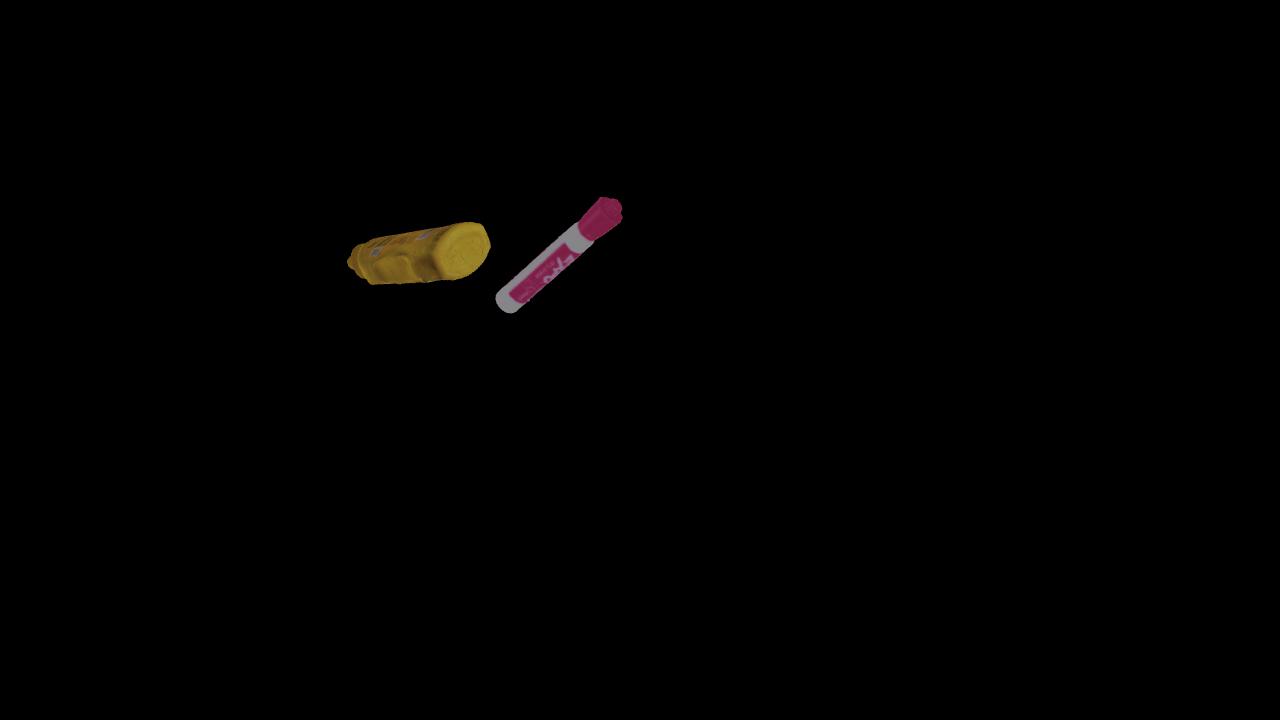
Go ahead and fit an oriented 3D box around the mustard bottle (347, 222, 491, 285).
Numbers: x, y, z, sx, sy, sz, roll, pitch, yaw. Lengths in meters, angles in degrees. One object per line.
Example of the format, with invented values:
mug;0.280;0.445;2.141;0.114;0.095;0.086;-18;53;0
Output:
mustard bottle;-0.266;-0.118;0.700;0.184;0.054;0.092;0;38;28

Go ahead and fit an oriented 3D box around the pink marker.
pink marker;-0.054;-0.066;0.400;0.121;0.020;0.020;-32;-21;37
